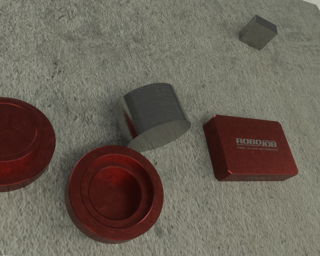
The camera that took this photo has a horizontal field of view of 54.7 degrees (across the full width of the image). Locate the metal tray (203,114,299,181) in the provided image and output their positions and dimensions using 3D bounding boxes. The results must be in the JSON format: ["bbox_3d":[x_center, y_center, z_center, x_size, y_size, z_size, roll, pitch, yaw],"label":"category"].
[{"bbox_3d":[0.134,0.031,0.456,0.131,0.030,0.090,5,60,-26],"label":"metal tray"}]

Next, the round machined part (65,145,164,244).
[{"bbox_3d":[-0.049,0.071,0.324,0.099,0.042,0.098,14,56,-21],"label":"round machined part"}]

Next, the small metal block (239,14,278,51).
[{"bbox_3d":[0.192,-0.186,0.608,0.050,0.050,0.025,21,54,-17],"label":"small metal block"}]

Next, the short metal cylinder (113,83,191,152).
[{"bbox_3d":[-0.010,-0.011,0.371,0.081,0.080,0.050,-10,67,-33],"label":"short metal cylinder"}]

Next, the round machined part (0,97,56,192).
[{"bbox_3d":[-0.154,0.010,0.304,0.099,0.042,0.098,14,56,-21],"label":"round machined part"}]
